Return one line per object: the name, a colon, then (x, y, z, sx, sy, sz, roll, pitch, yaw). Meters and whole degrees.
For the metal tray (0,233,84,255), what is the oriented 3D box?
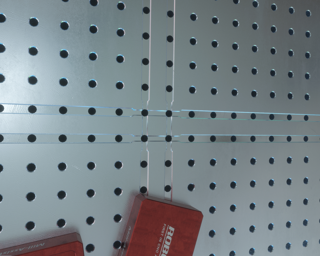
metal tray: (-0.151, 0.182, 0.354, 0.131, 0.030, 0.090, -7, 93, -20)

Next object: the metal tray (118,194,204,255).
metal tray: (-0.004, 0.162, 0.409, 0.091, 0.030, 0.130, 19, 84, -19)
